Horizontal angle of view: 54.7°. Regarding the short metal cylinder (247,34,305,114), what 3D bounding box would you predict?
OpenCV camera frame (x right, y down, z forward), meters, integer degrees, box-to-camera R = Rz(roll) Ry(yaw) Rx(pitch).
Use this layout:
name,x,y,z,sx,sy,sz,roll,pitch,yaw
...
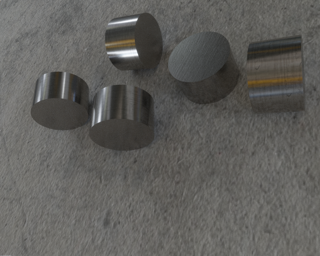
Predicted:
name,x,y,z,sx,sy,sz,roll,pitch,yaw
short metal cylinder,0.128,-0.056,0.336,0.050,0.080,0.080,-3,61,27

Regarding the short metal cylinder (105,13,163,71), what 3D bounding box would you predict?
name,x,y,z,sx,sy,sz,roll,pitch,yaw
short metal cylinder,-0.037,-0.128,0.465,0.050,0.080,0.080,2,63,29

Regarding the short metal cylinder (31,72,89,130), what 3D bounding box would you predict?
name,x,y,z,sx,sy,sz,roll,pitch,yaw
short metal cylinder,-0.149,-0.039,0.469,0.080,0.080,0.050,-18,55,17

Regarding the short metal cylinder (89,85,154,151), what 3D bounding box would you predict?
name,x,y,z,sx,sy,sz,roll,pitch,yaw
short metal cylinder,-0.048,-0.011,0.399,0.080,0.080,0.050,-14,56,20

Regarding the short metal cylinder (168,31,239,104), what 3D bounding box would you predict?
name,x,y,z,sx,sy,sz,roll,pitch,yaw
short metal cylinder,0.058,-0.078,0.405,0.080,0.050,0.080,-13,56,20
